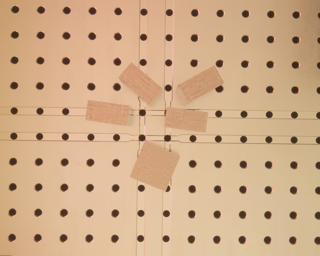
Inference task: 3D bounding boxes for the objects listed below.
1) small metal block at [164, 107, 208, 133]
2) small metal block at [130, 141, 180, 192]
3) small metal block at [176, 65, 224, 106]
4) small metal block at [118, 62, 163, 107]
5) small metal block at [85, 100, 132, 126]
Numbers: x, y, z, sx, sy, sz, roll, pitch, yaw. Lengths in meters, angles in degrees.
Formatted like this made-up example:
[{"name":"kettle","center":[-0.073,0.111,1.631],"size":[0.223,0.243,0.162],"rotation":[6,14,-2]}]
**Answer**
[{"name":"small metal block","center":[0.032,-0.010,0.401],"size":[0.050,0.050,0.025],"rotation":[8,90,-1]},{"name":"small metal block","center":[-0.006,0.050,0.413],"size":[0.050,0.025,0.050],"rotation":[22,90,-1]},{"name":"small metal block","center":[0.050,-0.054,0.402],"size":[0.050,0.050,0.025],"rotation":[-29,90,0]},{"name":"small metal block","center":[-0.024,-0.054,0.401],"size":[0.050,0.050,0.025],"rotation":[40,90,-1]},{"name":"small metal block","center":[-0.064,-0.018,0.400],"size":[0.050,0.050,0.025],"rotation":[8,90,-1]}]
